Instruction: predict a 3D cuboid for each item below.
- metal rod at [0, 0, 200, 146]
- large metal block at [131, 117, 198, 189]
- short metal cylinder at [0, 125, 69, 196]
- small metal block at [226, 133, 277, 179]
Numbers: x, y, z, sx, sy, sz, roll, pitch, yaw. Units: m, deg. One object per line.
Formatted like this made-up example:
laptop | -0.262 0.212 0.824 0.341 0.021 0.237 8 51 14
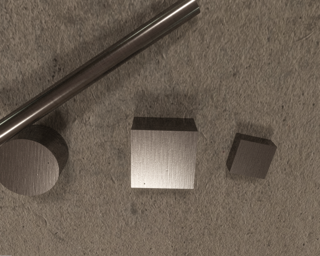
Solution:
metal rod | -0.086 -0.062 0.364 0.301 0.025 0.025 -33 107 2
large metal block | 0.004 0.032 0.408 0.081 0.050 0.079 2 110 -1
short metal cylinder | -0.167 0.041 0.408 0.081 0.050 0.079 -1 111 -2
small metal block | 0.125 0.038 0.426 0.050 0.025 0.050 12 110 -5
